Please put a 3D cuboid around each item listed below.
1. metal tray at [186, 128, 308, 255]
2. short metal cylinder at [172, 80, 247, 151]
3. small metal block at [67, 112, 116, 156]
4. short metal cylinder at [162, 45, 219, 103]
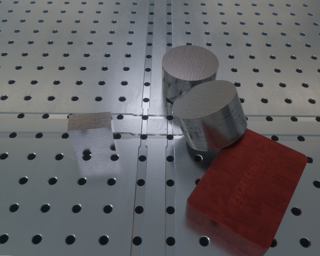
[{"bbox_3d":[0.100,0.065,0.351,0.090,0.030,0.131,27,55,21],"label":"metal tray"},{"bbox_3d":[0.062,-0.017,0.385,0.080,0.050,0.080,-19,31,13],"label":"short metal cylinder"},{"bbox_3d":[-0.083,0.008,0.384,0.050,0.050,0.025,-5,50,-4],"label":"small metal block"},{"bbox_3d":[0.043,-0.078,0.457,0.081,0.050,0.080,0,50,0],"label":"short metal cylinder"}]
